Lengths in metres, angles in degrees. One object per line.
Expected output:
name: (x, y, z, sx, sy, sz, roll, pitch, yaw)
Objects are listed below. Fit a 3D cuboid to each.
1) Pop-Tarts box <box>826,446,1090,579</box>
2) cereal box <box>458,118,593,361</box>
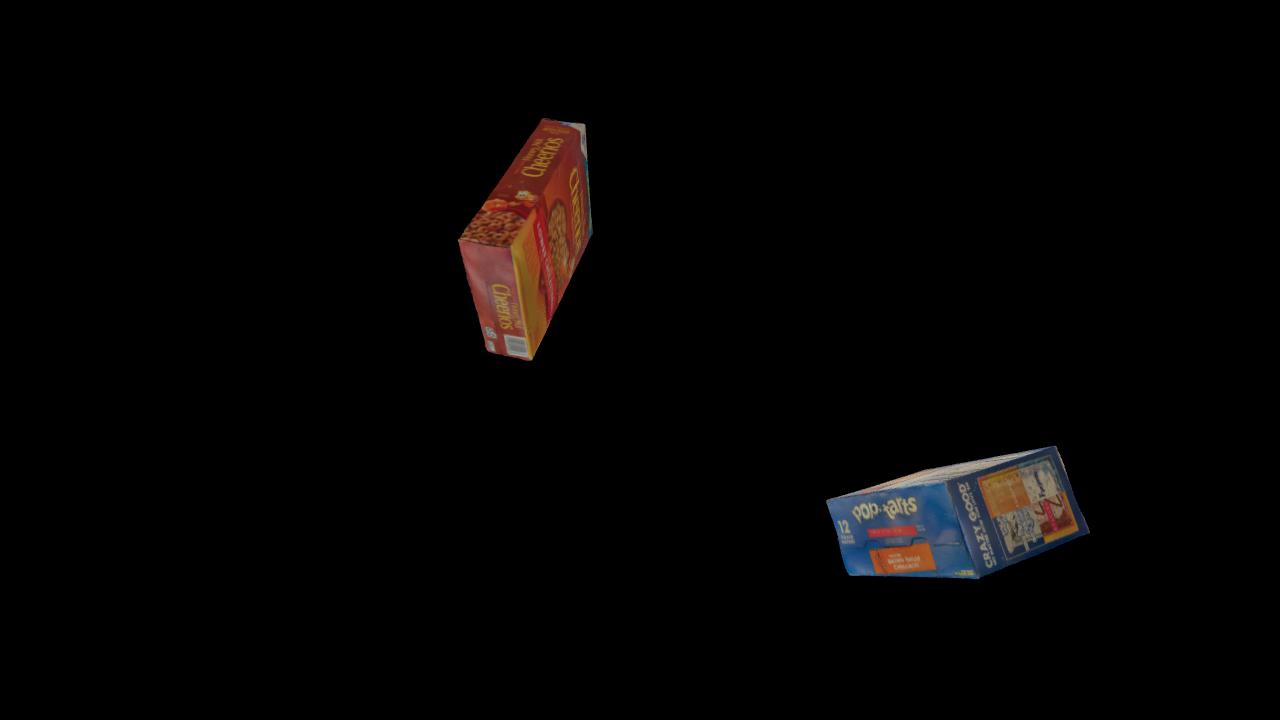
Pop-Tarts box: (0.293, 0.149, 0.588, 0.141, 0.083, 0.167, -9, -15, -22)
cereal box: (-0.146, -0.179, 0.882, 0.081, 0.306, 0.203, 11, -41, 9)
